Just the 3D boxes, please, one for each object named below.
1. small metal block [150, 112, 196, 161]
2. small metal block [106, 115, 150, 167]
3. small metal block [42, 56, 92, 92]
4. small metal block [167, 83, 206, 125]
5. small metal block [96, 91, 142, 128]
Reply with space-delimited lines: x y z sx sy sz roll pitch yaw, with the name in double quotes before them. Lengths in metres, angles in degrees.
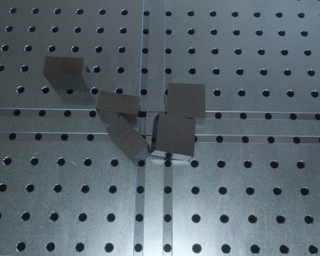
"small metal block" 0.017 0.012 0.401 0.050 0.025 0.050 11 69 -14
"small metal block" -0.039 0.018 0.391 0.025 0.050 0.050 -42 76 -13
"small metal block" -0.125 -0.073 0.423 0.050 0.050 0.025 3 70 1
"small metal block" 0.035 -0.033 0.424 0.050 0.025 0.050 2 70 0
"small metal block" -0.052 -0.023 0.406 0.050 0.050 0.025 9 71 3
